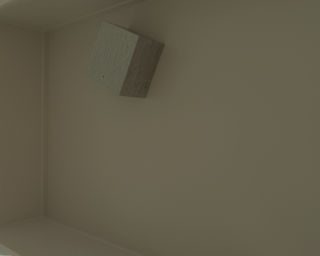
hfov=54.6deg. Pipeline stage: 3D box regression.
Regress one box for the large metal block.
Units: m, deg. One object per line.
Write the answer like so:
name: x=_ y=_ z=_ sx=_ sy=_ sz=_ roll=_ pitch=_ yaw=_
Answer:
large metal block: x=-0.051 y=-0.096 z=0.434 sx=0.080 sy=0.050 sz=0.080 roll=33 pitch=111 yaw=35
